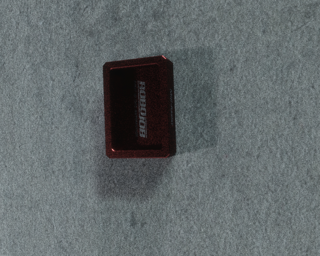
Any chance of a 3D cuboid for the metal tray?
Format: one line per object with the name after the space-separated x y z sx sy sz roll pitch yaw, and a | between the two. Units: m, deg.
-0.028 -0.025 0.414 0.090 0.030 0.129 -2 89 19 | metal tray
